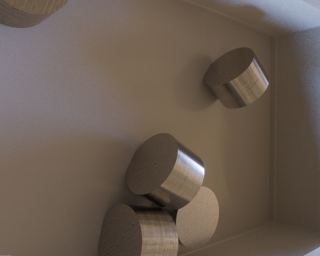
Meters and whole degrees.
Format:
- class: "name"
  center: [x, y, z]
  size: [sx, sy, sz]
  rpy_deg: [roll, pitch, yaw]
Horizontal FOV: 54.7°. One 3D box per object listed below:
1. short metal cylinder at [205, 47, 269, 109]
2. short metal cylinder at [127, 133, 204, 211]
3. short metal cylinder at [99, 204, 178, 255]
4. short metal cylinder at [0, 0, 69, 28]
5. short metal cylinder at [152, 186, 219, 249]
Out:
- class: "short metal cylinder"
  center: [0.115, -0.075, 0.467]
  size: [0.050, 0.080, 0.080]
  rpy_deg: [47, 62, -30]
- class: "short metal cylinder"
  center: [0.006, 0.053, 0.376]
  size: [0.050, 0.080, 0.080]
  rpy_deg: [38, 67, -34]
- class: "short metal cylinder"
  center: [-0.025, 0.128, 0.350]
  size: [0.050, 0.080, 0.080]
  rpy_deg: [17, 79, -39]
- class: "short metal cylinder"
  center: [-0.127, -0.138, 0.283]
  size: [0.081, 0.050, 0.080]
  rpy_deg: [0, 90, -40]
- class: "short metal cylinder"
  center: [0.034, 0.115, 0.419]
  size: [0.081, 0.050, 0.080]
  rpy_deg: [0, 90, -40]
